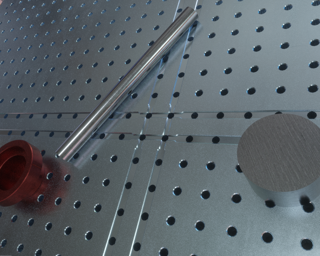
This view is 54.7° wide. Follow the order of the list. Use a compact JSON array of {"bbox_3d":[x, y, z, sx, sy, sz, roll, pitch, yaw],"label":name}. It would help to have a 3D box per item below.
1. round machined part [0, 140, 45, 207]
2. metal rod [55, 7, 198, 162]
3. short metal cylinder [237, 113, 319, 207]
[{"bbox_3d":[-0.215,0.070,0.465,0.098,0.042,0.098,-13,56,20],"label":"round machined part"},{"bbox_3d":[-0.046,-0.070,0.473,0.300,0.025,0.025,-49,52,-7],"label":"metal rod"},{"bbox_3d":[0.123,0.032,0.308,0.080,0.050,0.080,-13,56,20],"label":"short metal cylinder"}]
